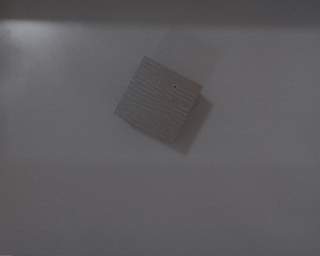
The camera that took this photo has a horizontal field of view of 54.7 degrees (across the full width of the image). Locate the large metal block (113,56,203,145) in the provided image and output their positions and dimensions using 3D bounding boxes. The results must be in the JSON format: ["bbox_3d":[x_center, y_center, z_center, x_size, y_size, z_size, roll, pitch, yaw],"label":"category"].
[{"bbox_3d":[-0.002,-0.034,0.399,0.080,0.050,0.080,28,90,-1],"label":"large metal block"}]
